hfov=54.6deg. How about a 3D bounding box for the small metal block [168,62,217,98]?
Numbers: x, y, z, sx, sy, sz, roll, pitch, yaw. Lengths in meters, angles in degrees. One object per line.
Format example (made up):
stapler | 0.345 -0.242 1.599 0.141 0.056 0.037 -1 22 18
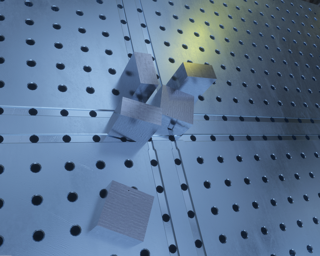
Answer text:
small metal block | 0.047 -0.070 0.459 0.050 0.050 0.025 0 62 -28

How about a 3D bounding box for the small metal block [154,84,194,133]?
small metal block | 0.019 -0.027 0.434 0.050 0.025 0.050 18 55 -18

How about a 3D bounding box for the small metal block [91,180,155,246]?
small metal block | -0.039 0.091 0.331 0.050 0.025 0.050 25 53 -13

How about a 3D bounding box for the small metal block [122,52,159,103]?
small metal block | -0.028 -0.065 0.416 0.025 0.050 0.050 1 61 -28

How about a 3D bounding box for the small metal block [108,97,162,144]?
small metal block | -0.031 -0.008 0.380 0.050 0.050 0.025 15 56 -20
